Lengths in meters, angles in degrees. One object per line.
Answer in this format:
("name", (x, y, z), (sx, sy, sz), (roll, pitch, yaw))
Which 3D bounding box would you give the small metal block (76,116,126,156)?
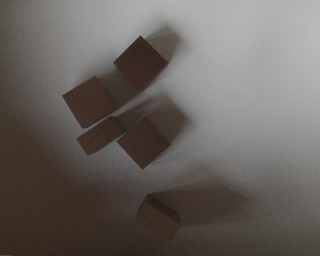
("small metal block", (-0.073, 0.009, 0.398), (0.050, 0.050, 0.025), (-34, 90, 0))

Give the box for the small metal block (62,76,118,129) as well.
("small metal block", (-0.092, -0.033, 0.411), (0.050, 0.025, 0.050), (-31, 90, 0))

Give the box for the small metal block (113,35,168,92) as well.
("small metal block", (-0.025, -0.084, 0.411), (0.050, 0.025, 0.050), (45, 90, 0))

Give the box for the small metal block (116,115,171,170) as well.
("small metal block", (-0.021, 0.019, 0.411), (0.050, 0.025, 0.050), (-42, 90, 0))

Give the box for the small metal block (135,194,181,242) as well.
("small metal block", (-0.002, 0.114, 0.399), (0.050, 0.050, 0.025), (32, 90, 0))
